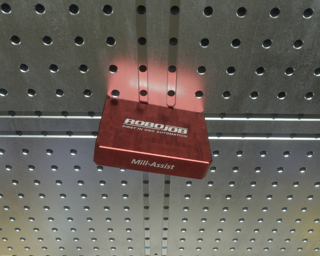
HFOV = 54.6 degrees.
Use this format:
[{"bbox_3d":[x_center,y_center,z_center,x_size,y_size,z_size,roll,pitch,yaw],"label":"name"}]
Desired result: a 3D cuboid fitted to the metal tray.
[{"bbox_3d":[-0.008,0.011,0.377,0.131,0.090,0.030,9,129,-8],"label":"metal tray"}]
